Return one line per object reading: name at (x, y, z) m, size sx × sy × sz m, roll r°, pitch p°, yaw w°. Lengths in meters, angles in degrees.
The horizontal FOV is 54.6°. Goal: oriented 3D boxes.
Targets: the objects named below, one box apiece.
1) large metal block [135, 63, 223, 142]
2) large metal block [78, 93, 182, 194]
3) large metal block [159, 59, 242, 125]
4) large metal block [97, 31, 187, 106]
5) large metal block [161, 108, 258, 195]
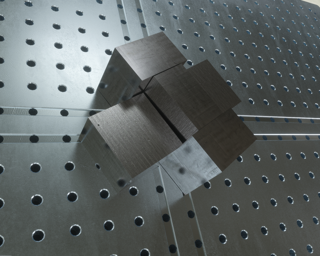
large metal block at (0.018, -0.020, 0.394) m, size 0.050 × 0.080 × 0.080 m, roll -33°, pitch 80°, yaw -38°
large metal block at (-0.034, 0.016, 0.365) m, size 0.081 × 0.050 × 0.080 m, roll -30°, pitch 78°, yaw -38°
large metal block at (0.056, -0.042, 0.446) m, size 0.081 × 0.050 × 0.080 m, roll -33°, pitch 82°, yaw -38°
large metal block at (-0.024, -0.069, 0.401) m, size 0.081 × 0.080 × 0.050 m, roll -32°, pitch 79°, yaw -38°
large metal block at (0.060, 0.029, 0.386) m, size 0.081 × 0.080 × 0.050 m, roll -32°, pitch 80°, yaw -39°
